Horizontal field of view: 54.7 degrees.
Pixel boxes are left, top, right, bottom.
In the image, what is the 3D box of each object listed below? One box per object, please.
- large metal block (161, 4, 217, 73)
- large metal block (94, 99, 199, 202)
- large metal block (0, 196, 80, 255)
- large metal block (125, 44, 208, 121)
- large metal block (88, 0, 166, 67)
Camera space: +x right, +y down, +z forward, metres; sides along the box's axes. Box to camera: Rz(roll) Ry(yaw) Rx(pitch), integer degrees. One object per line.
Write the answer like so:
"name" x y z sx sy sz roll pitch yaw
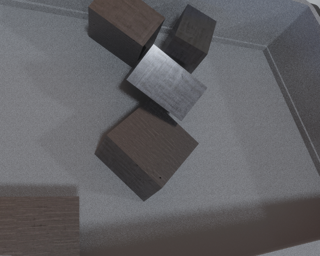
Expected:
"large metal block" 0.035 -0.121 0.463 0.050 0.080 0.080 28 52 -11
"large metal block" -0.015 0.025 0.366 0.080 0.050 0.080 44 51 2
"large metal block" -0.115 0.105 0.264 0.081 0.050 0.080 6 59 -25
"large metal block" 0.004 -0.058 0.394 0.080 0.080 0.050 37 94 -13
"large metal block" -0.048 -0.135 0.418 0.080 0.080 0.050 35 75 -5
